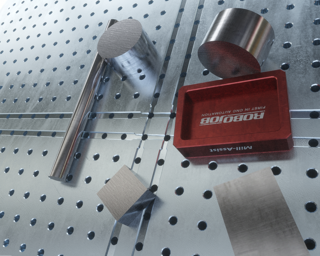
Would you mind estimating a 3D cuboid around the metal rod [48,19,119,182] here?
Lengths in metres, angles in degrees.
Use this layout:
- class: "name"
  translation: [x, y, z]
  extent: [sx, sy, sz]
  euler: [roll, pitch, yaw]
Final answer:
- class: "metal rod"
  translation: [-0.115, -0.059, 0.504]
  extent: [0.025, 0.025, 0.300]
  euler: [-1, 61, 28]

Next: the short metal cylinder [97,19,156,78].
- class: "short metal cylinder"
  translation: [-0.053, -0.128, 0.499]
  extent: [0.080, 0.050, 0.080]
  euler: [-13, 56, 21]

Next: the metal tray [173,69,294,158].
- class: "metal tray"
  translation: [0.085, -0.016, 0.369]
  extent: [0.130, 0.030, 0.090]
  euler: [-7, 59, 24]

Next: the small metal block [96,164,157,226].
- class: "small metal block"
  translation: [-0.041, 0.082, 0.380]
  extent: [0.050, 0.025, 0.050]
  euler: [-46, 51, -4]

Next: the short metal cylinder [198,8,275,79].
- class: "short metal cylinder"
  translation: [0.094, -0.100, 0.385]
  extent: [0.080, 0.080, 0.050]
  euler: [15, 70, 34]

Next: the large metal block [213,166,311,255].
- class: "large metal block"
  translation: [0.092, 0.091, 0.268]
  extent: [0.050, 0.080, 0.080]
  euler: [-24, 53, 14]
